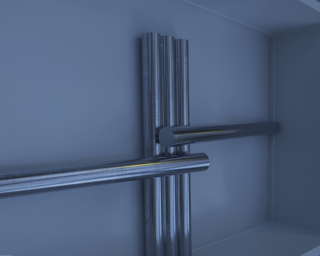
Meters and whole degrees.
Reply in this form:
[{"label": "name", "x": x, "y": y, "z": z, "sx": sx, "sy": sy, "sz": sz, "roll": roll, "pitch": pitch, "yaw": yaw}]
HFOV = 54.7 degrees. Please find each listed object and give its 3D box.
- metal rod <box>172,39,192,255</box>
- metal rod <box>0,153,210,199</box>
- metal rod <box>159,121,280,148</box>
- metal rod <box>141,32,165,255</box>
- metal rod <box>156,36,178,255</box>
[{"label": "metal rod", "x": 0.030, "y": 0.028, "z": 0.432, "sx": 0.025, "sy": 0.025, "sz": 0.298, "roll": -2, "pitch": 91, "yaw": -40}, {"label": "metal rod", "x": -0.067, "y": 0.049, "z": 0.329, "sx": 0.303, "sy": 0.025, "sz": 0.025, "roll": -2, "pitch": 91, "yaw": -34}, {"label": "metal rod", "x": 0.112, "y": 0.005, "z": 0.479, "sx": 0.302, "sy": 0.025, "sz": 0.025, "roll": -3, "pitch": 92, "yaw": -46}, {"label": "metal rod", "x": -0.009, "y": 0.030, "z": 0.399, "sx": 0.025, "sy": 0.025, "sz": 0.298, "roll": -2, "pitch": 91, "yaw": -40}, {"label": "metal rod", "x": 0.010, "y": 0.029, "z": 0.415, "sx": 0.025, "sy": 0.025, "sz": 0.298, "roll": -2, "pitch": 91, "yaw": -40}]
